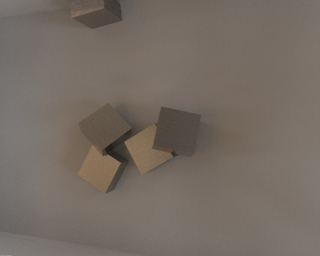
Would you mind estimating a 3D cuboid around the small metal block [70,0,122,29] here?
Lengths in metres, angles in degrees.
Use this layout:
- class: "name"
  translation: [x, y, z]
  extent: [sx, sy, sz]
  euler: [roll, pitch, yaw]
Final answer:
- class: "small metal block"
  translation: [-0.087, -0.162, 0.428]
  extent: [0.050, 0.050, 0.025]
  euler: [-8, 88, 20]

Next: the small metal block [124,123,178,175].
- class: "small metal block"
  translation: [-0.011, 0.028, 0.414]
  extent: [0.050, 0.025, 0.050]
  euler: [-32, 80, 17]

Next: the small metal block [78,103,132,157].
- class: "small metal block"
  translation: [-0.074, 0.002, 0.424]
  extent: [0.050, 0.025, 0.050]
  euler: [-38, 75, -20]

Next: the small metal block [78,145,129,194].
- class: "small metal block"
  translation: [-0.080, 0.056, 0.439]
  extent: [0.050, 0.025, 0.050]
  euler: [31, 100, 17]

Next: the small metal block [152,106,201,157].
- class: "small metal block"
  translation: [0.020, 0.005, 0.387]
  extent: [0.050, 0.025, 0.050]
  euler: [12, 75, -3]
